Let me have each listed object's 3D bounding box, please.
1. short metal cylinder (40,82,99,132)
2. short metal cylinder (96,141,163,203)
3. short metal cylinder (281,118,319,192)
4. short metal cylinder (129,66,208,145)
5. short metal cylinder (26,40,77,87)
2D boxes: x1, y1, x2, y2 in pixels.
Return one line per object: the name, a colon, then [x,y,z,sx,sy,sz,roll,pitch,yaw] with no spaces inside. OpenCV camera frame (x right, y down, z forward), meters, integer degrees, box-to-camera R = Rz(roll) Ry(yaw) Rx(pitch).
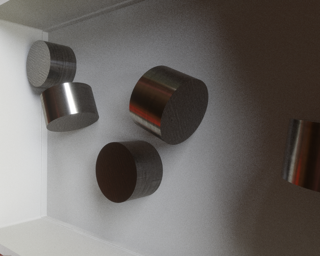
short metal cylinder: [-0.142,-0.031,0.489,0.080,0.081,0.050,-27,73,37]
short metal cylinder: [-0.043,0.058,0.426,0.080,0.050,0.080,0,90,40]
short metal cylinder: [0.144,0.022,0.252,0.080,0.081,0.050,11,97,39]
short metal cylinder: [0.011,-0.027,0.362,0.050,0.081,0.079,30,109,36]
short metal cylinder: [-0.194,-0.111,0.551,0.080,0.050,0.080,0,90,40]
